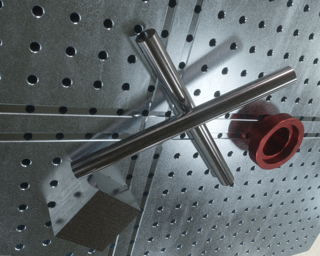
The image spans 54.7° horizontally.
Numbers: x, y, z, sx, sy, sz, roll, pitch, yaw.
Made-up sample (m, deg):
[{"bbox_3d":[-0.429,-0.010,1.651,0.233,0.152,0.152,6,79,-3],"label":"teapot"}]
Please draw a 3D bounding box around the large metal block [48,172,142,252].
[{"bbox_3d":[-0.087,0.110,0.417,0.080,0.050,0.080,-47,130,4],"label":"large metal block"}]

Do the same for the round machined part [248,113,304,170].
[{"bbox_3d":[0.187,0.018,0.516,0.099,0.042,0.097,-14,125,-21],"label":"round machined part"}]

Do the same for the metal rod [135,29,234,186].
[{"bbox_3d":[0.049,-0.006,0.435,0.025,0.025,0.300,-37,130,-4],"label":"metal rod"}]

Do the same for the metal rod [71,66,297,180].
[{"bbox_3d":[0.031,-0.008,0.394,0.301,0.025,0.025,-24,128,-2],"label":"metal rod"}]
